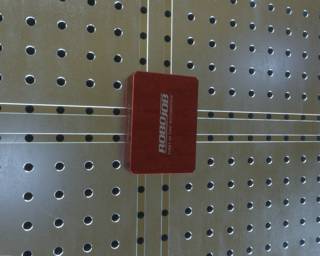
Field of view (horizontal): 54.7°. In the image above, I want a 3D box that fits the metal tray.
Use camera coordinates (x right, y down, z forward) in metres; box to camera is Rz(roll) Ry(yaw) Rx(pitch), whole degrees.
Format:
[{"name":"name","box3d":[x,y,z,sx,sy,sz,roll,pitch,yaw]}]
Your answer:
[{"name":"metal tray","box3d":[0.002,-0.006,0.411,0.091,0.030,0.129,2,89,-21]}]
